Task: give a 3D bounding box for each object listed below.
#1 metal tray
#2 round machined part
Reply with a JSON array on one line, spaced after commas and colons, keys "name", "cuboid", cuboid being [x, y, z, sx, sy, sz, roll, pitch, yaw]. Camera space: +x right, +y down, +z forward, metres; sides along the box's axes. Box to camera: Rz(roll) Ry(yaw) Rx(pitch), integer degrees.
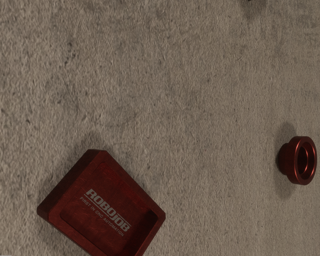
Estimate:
[{"name": "metal tray", "cuboid": [-0.059, 0.098, 0.353, 0.130, 0.030, 0.090, 52, 59, -28]}, {"name": "round machined part", "cuboid": [0.277, 0.065, 0.631, 0.099, 0.042, 0.097, 0, 90, -40]}]
